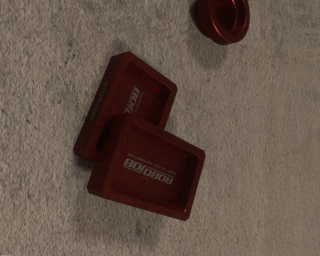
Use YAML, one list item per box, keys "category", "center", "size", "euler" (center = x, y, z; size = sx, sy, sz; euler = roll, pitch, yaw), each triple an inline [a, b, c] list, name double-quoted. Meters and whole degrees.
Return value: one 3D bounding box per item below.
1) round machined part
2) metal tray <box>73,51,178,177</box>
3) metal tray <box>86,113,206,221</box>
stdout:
- category: "round machined part"
  center: [0.091, -0.175, 0.472]
  size: [0.099, 0.042, 0.097]
  euler: [0, 90, -40]
- category: "metal tray"
  center: [-0.036, -0.013, 0.372]
  size: [0.090, 0.030, 0.130]
  euler: [30, 71, -36]
- category: "metal tray"
  center: [-0.009, 0.048, 0.356]
  size: [0.131, 0.030, 0.090]
  euler: [28, 73, -37]
